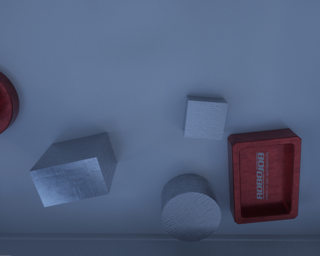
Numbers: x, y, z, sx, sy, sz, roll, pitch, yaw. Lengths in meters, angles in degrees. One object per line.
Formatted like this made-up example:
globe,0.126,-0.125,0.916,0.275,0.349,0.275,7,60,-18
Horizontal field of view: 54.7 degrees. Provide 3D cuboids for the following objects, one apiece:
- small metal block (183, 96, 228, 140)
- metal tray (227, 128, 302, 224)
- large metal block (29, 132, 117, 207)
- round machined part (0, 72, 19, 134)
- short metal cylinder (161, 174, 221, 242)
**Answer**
small metal block,0.058,-0.014,0.407,0.050,0.025,0.050,4,110,-2
metal tray,0.145,0.070,0.436,0.091,0.030,0.129,-6,110,2
large metal block,-0.106,0.050,0.399,0.080,0.080,0.050,-12,110,4
round machined part,-0.235,-0.030,0.388,0.099,0.042,0.097,0,110,-1
short metal cylinder,0.042,0.112,0.440,0.081,0.050,0.079,0,110,-1
